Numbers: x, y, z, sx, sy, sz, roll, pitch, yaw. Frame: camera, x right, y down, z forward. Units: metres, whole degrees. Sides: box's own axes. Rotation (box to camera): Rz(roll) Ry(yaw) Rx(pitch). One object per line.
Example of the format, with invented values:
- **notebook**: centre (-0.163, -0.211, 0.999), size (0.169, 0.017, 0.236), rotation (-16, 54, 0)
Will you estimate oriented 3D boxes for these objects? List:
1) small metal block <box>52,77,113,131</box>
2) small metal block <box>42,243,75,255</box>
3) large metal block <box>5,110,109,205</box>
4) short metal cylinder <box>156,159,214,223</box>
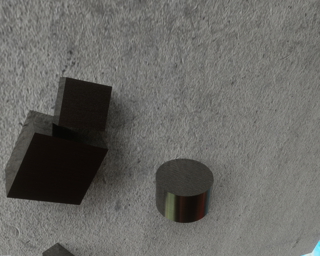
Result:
- **small metal block**: centre (-0.084, -0.025, 0.335), size (0.050, 0.025, 0.050), rotation (8, 94, -32)
- **small metal block**: centre (-0.138, 0.200, 0.440), size (0.025, 0.050, 0.050), rotation (-34, 129, -6)
- **large metal block**: centre (-0.117, 0.035, 0.349), size (0.081, 0.050, 0.080), rotation (18, 109, -35)
- **short metal cylinder**: centre (0.034, 0.088, 0.444), size (0.081, 0.080, 0.050), rotation (-13, 124, -21)
